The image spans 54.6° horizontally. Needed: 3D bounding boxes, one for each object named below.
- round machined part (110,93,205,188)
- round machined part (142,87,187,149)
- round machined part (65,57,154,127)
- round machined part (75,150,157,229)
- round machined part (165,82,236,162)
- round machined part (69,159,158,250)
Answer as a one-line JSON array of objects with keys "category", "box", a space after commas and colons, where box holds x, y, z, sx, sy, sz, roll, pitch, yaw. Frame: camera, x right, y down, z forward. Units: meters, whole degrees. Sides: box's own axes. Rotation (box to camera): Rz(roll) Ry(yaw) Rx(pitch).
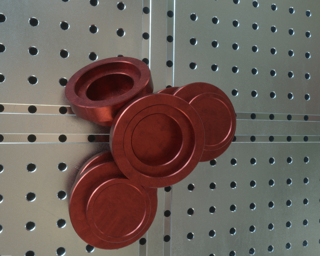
[{"category": "round machined part", "box": [-0.005, 0.011, 0.333, 0.099, 0.042, 0.097, -3, 99, -17]}, {"category": "round machined part", "box": [0.023, -0.003, 0.390, 0.099, 0.042, 0.097, 0, 90, -20]}, {"category": "round machined part", "box": [-0.056, -0.039, 0.362, 0.099, 0.098, 0.042, -29, 135, -18]}, {"category": "round machined part", "box": [-0.049, 0.075, 0.363, 0.099, 0.042, 0.097, 0, 90, -20]}, {"category": "round machined part", "box": [0.051, -0.007, 0.376, 0.099, 0.042, 0.097, 0, 89, -20]}, {"category": "round machined part", "box": [-0.048, 0.085, 0.340, 0.099, 0.042, 0.097, 0, 90, -20]}]
